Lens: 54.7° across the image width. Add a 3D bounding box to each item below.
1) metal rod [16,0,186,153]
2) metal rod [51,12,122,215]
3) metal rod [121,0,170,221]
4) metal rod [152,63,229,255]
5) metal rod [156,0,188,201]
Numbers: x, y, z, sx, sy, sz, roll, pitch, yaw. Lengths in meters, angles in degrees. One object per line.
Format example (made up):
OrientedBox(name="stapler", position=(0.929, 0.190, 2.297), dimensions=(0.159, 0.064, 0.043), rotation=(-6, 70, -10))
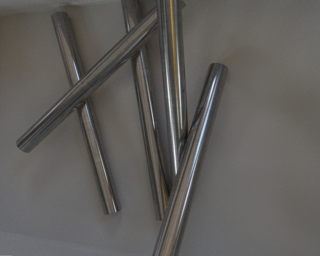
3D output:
OrientedBox(name="metal rod", position=(-0.088, -0.066, 0.413), dimensions=(0.300, 0.025, 0.025), rotation=(-40, 78, 15))
OrientedBox(name="metal rod", position=(-0.108, -0.025, 0.448), dimensions=(0.025, 0.025, 0.299), rotation=(-18, 84, 19))
OrientedBox(name="metal rod", position=(-0.017, -0.029, 0.416), dimensions=(0.025, 0.025, 0.298), rotation=(-10, 87, 20))
OrientedBox(name="metal rod", position=(0.028, 0.059, 0.335), dimensions=(0.025, 0.025, 0.300), rotation=(11, 68, 19))
OrientedBox(name="metal rod", position=(0.016, -0.044, 0.342), dimensions=(0.025, 0.025, 0.298), rotation=(4, 115, 20))
